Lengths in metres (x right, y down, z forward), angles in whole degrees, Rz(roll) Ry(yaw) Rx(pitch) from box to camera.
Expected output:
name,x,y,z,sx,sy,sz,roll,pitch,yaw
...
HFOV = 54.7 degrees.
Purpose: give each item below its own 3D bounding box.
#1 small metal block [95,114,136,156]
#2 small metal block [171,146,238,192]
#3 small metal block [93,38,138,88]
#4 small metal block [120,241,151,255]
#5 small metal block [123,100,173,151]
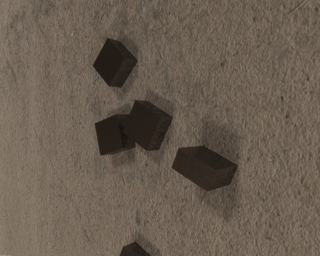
name,x,y,z,sx,sy,sz,roll,pitch,yaw
small metal block,-0.067,0.011,0.458,0.050,0.025,0.050,-19,78,38
small metal block,0.050,0.043,0.346,0.050,0.050,0.025,30,109,35
small metal block,-0.067,-0.096,0.458,0.050,0.025,0.050,51,119,27
small metal block,-0.034,0.197,0.431,0.050,0.025,0.050,30,109,35
small metal block,-0.017,-0.004,0.417,0.050,0.025,0.050,35,111,34
